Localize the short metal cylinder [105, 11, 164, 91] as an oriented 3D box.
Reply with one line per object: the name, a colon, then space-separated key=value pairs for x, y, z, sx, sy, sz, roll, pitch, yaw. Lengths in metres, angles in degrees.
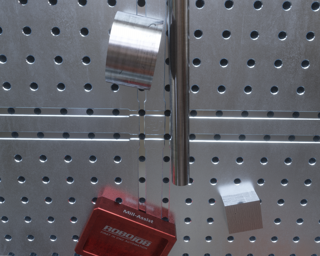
short metal cylinder: x=-0.029 y=-0.086 z=0.352 sx=0.050 sy=0.080 sz=0.079 roll=11 pitch=110 yaw=-4

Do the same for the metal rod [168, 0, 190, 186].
metal rod: x=0.025 y=-0.063 z=0.390 sx=0.025 sy=0.025 sz=0.298 roll=-2 pitch=110 yaw=0

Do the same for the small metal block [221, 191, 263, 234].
small metal block: x=0.122 y=0.126 z=0.462 sx=0.050 sy=0.025 sz=0.050 roll=-11 pitch=110 yaw=3

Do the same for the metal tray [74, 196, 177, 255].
metal tray: x=-0.051 y=0.169 z=0.472 sx=0.131 sy=0.030 sz=0.089 roll=24 pitch=108 yaw=-9
